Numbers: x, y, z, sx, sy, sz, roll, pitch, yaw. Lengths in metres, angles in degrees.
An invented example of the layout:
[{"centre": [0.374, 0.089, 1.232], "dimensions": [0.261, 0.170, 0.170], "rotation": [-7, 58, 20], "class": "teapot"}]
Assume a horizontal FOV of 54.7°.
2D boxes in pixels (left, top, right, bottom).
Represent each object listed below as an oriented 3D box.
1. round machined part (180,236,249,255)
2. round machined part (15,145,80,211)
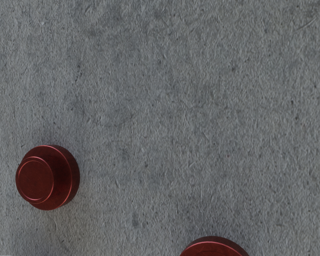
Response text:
[{"centre": [0.069, 0.180, 0.375], "dimensions": [0.098, 0.042, 0.097], "rotation": [0, 90, 20], "class": "round machined part"}, {"centre": [-0.173, 0.074, 0.461], "dimensions": [0.098, 0.042, 0.097], "rotation": [0, 90, 20], "class": "round machined part"}]
